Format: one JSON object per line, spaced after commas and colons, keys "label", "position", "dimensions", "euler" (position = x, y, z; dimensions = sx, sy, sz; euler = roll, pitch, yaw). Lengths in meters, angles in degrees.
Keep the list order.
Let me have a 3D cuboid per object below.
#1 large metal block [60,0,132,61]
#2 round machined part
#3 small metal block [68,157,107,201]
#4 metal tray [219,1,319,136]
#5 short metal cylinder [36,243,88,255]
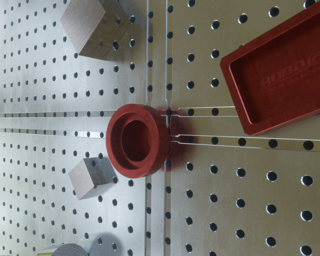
{"label": "large metal block", "position": [-0.100, -0.165, 0.476], "dimensions": [0.080, 0.050, 0.080], "euler": [-45, 63, 30]}
{"label": "round machined part", "position": [-0.025, 0.017, 0.419], "dimensions": [0.098, 0.042, 0.097], "euler": [0, 90, 40]}
{"label": "small metal block", "position": [-0.120, 0.083, 0.509], "dimensions": [0.050, 0.025, 0.050], "euler": [-42, 65, 32]}
{"label": "metal tray", "position": [0.131, -0.055, 0.297], "dimensions": [0.130, 0.030, 0.090], "euler": [-27, 73, 36]}
{"label": "short metal cylinder", "position": [-0.163, 0.234, 0.509], "dimensions": [0.050, 0.081, 0.080], "euler": [-22, 76, 38]}
